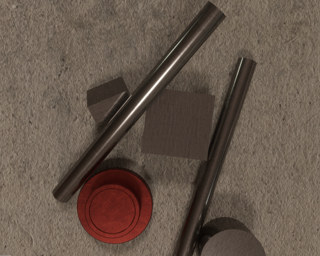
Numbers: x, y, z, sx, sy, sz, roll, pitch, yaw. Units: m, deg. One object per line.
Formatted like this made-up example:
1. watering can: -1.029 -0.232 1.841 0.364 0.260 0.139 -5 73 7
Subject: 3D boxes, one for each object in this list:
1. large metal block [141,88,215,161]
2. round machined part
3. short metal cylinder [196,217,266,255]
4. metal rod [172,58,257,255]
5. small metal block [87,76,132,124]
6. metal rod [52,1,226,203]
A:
1. large metal block: 0.022 -0.005 0.398 0.081 0.050 0.080 7 90 -1
2. round machined part: -0.059 0.102 0.401 0.099 0.042 0.097 0 90 -1
3. short metal cylinder: 0.089 0.162 0.399 0.081 0.050 0.079 0 90 -1
4. metal rod: 0.069 0.053 0.410 0.025 0.025 0.298 19 90 -1
5. small metal block: -0.064 -0.037 0.394 0.050 0.050 0.025 -22 122 0
6. metal rod: -0.035 -0.018 0.367 0.025 0.025 0.299 42 107 -1
